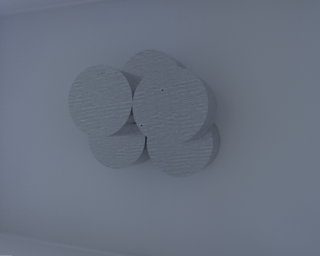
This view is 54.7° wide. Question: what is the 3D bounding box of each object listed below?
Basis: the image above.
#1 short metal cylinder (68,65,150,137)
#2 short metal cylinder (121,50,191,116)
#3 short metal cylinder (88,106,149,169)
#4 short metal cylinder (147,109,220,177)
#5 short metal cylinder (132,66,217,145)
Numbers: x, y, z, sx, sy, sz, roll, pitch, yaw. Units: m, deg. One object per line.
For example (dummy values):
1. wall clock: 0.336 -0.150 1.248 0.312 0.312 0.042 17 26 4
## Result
1. short metal cylinder: -0.058 -0.030 0.363 0.080 0.050 0.080 0 90 20
2. short metal cylinder: -0.005 -0.055 0.397 0.080 0.050 0.080 0 90 20
3. short metal cylinder: -0.047 0.011 0.412 0.080 0.050 0.080 0 90 20
4. short metal cylinder: 0.030 0.017 0.385 0.080 0.050 0.080 0 90 20
5. short metal cylinder: 0.017 -0.023 0.335 0.080 0.050 0.080 0 90 20
